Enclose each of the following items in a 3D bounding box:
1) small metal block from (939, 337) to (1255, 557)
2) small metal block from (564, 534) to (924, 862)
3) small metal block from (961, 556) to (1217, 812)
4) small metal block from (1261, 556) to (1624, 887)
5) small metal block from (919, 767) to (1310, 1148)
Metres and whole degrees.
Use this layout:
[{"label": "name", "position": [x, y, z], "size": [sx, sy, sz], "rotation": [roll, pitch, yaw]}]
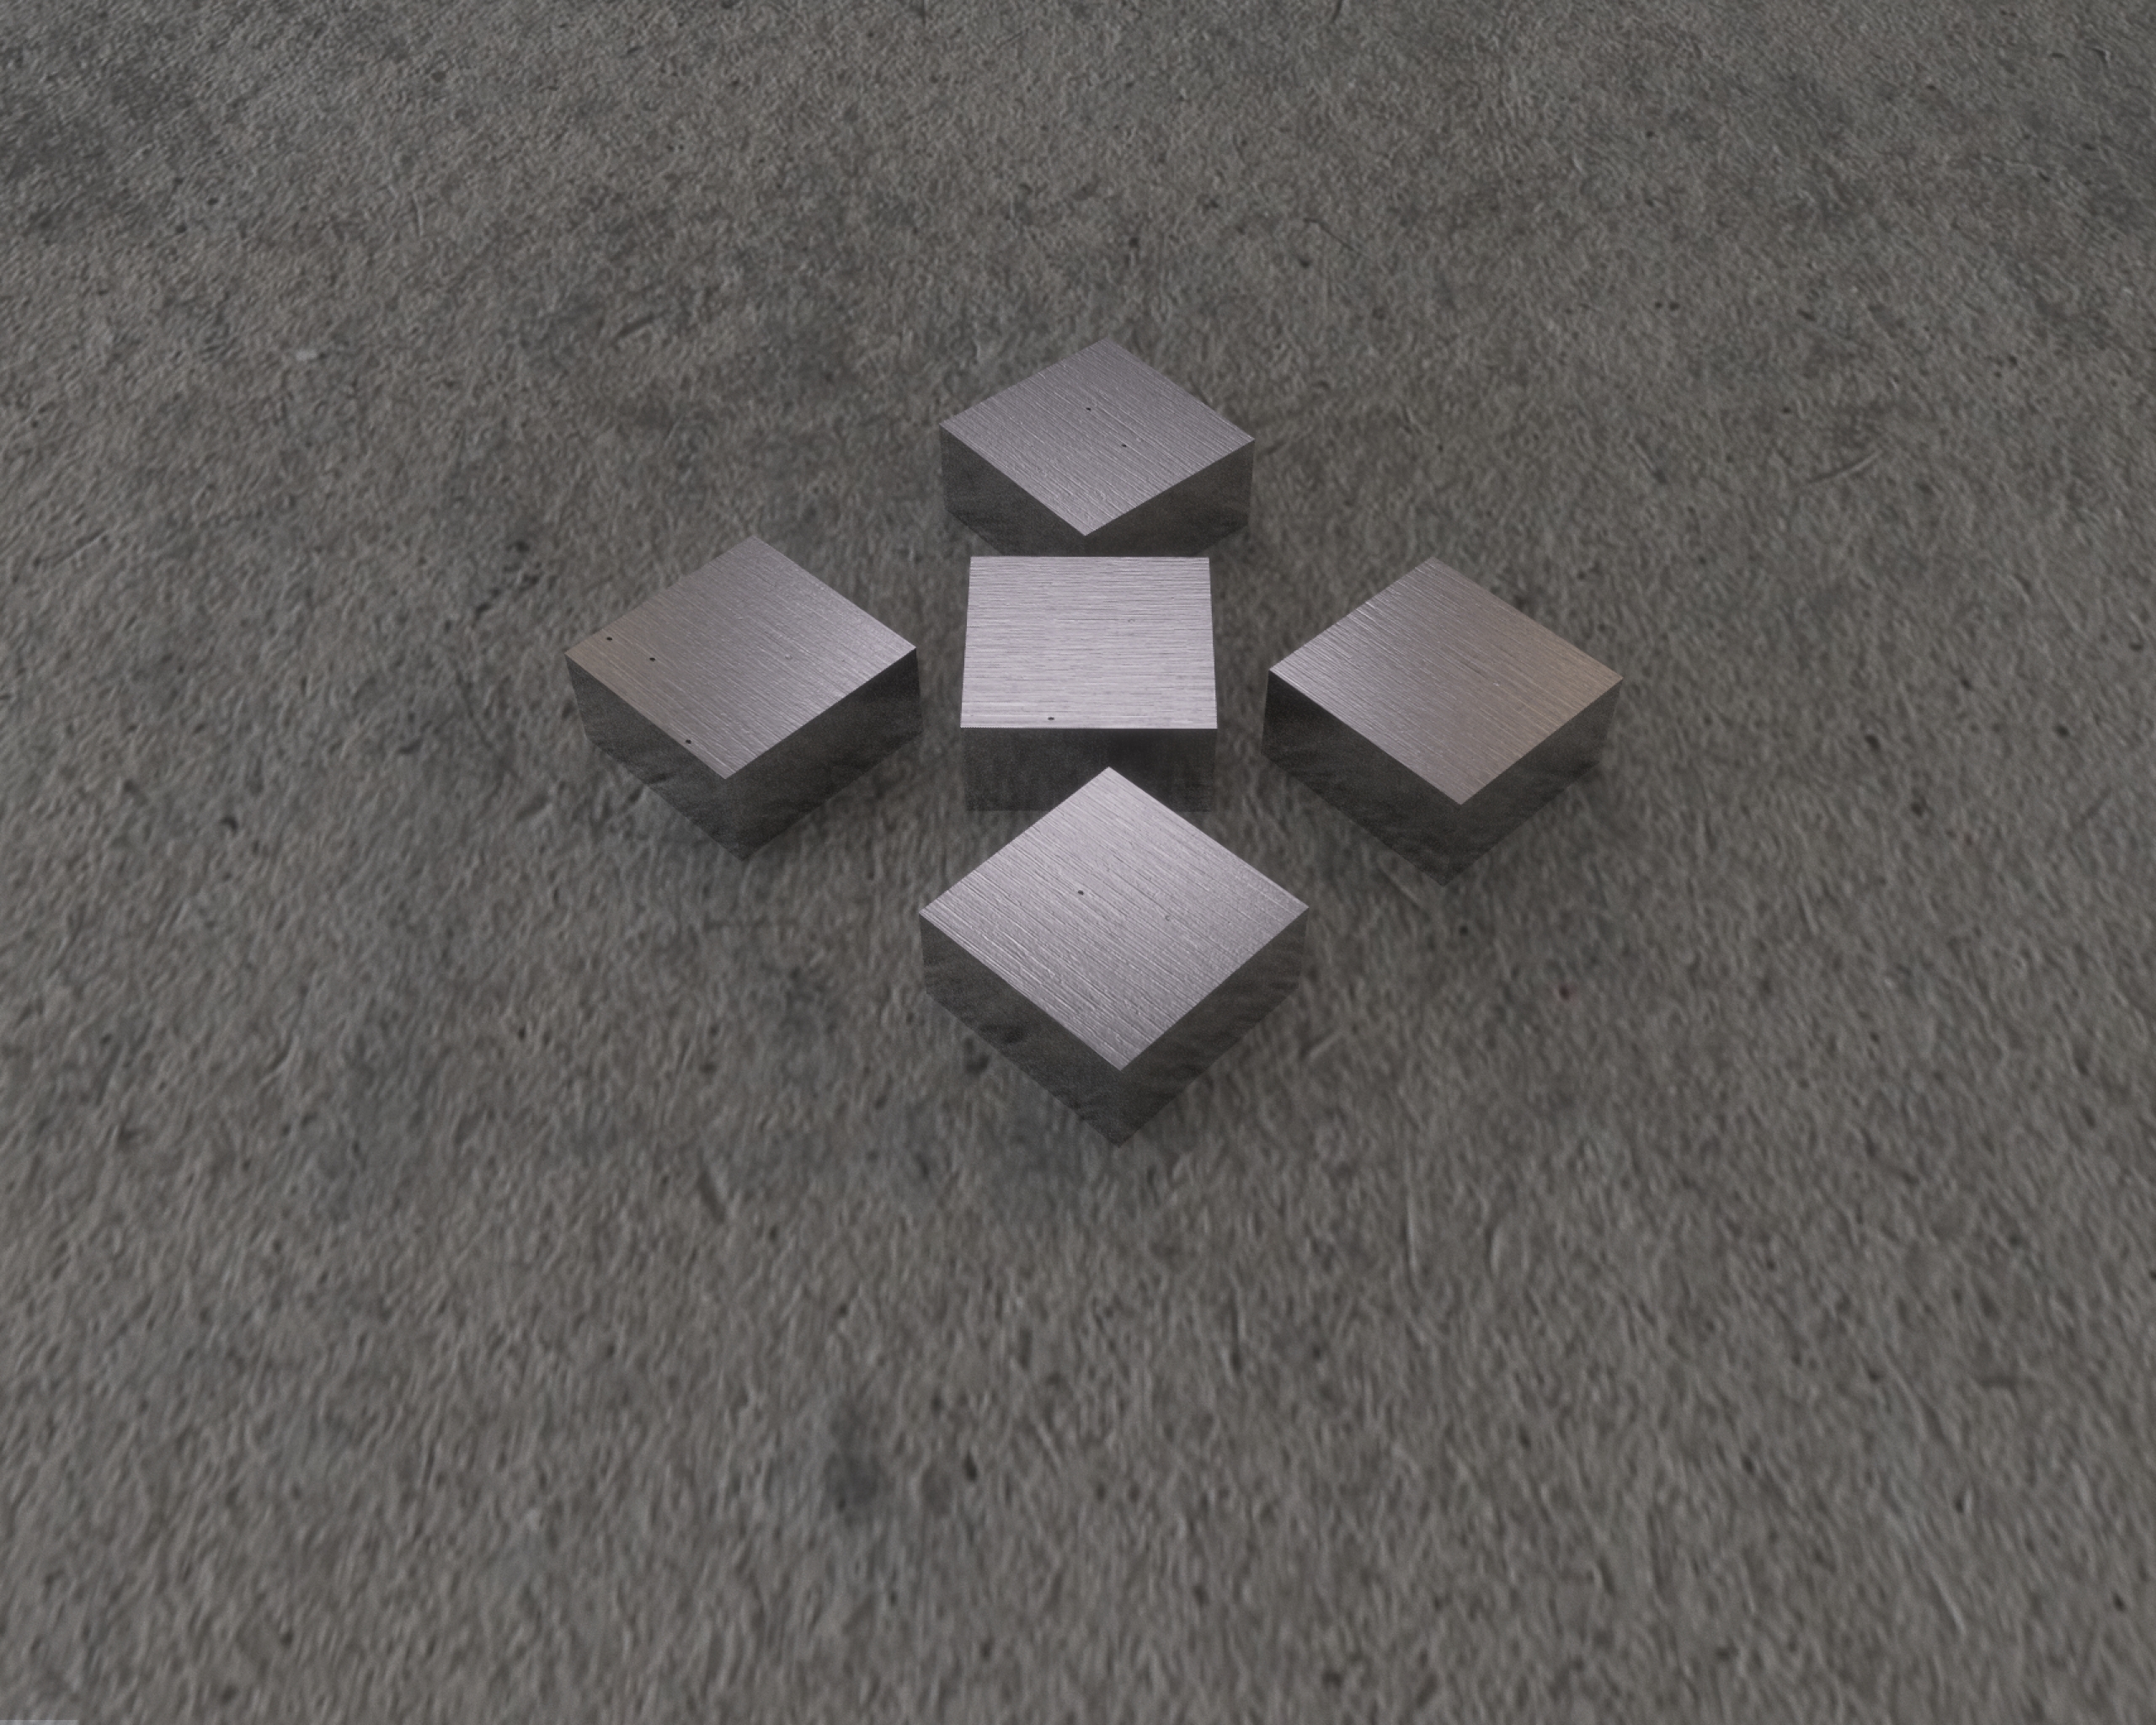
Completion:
[{"label": "small metal block", "position": [0.004, -0.089, 0.478], "size": [0.050, 0.025, 0.050], "rotation": [-33, 58, -25]}, {"label": "small metal block", "position": [-0.068, -0.035, 0.432], "size": [0.050, 0.025, 0.050], "rotation": [36, 59, 26]}, {"label": "small metal block", "position": [0.002, -0.038, 0.435], "size": [0.050, 0.025, 0.050], "rotation": [0, 50, 0]}, {"label": "small metal block", "position": [0.074, -0.030, 0.429], "size": [0.050, 0.025, 0.050], "rotation": [-36, 59, -26]}, {"label": "small metal block", "position": [0.007, 0.017, 0.389], "size": [0.050, 0.025, 0.050], "rotation": [36, 59, 26]}]
